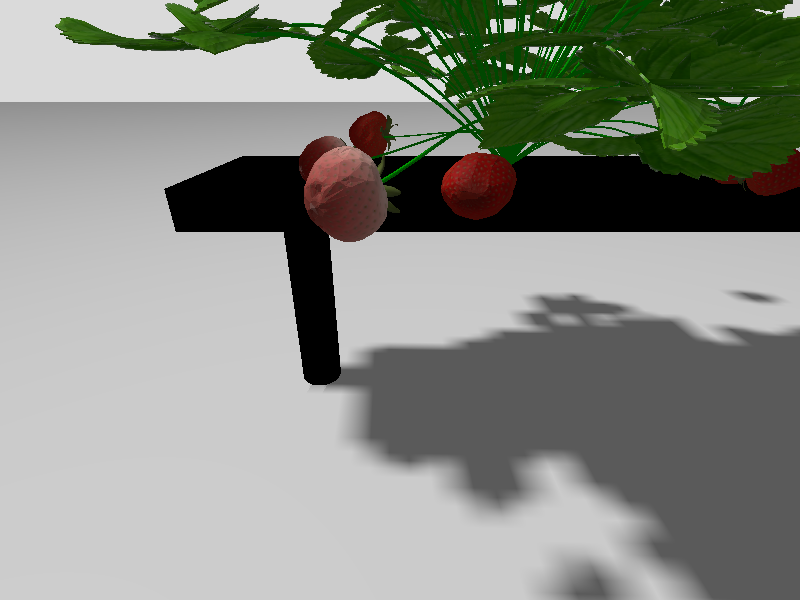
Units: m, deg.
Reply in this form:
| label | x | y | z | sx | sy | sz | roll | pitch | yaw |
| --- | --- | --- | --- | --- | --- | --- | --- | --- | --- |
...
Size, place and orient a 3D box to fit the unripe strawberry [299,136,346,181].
| label | x | y | z | sx | sy | sz | roll | pitch | yaw |
| --- | --- | --- | --- | --- | --- | --- | --- | --- | --- |
| unripe strawberry | -0.045 | -0.080 | 0.240 | 0.032 | 0.033 | 0.029 | -20 | 34 | -32 |

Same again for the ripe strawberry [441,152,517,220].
| label | x | y | z | sx | sy | sz | roll | pitch | yaw |
| --- | --- | --- | --- | --- | --- | --- | --- | --- | --- |
| ripe strawberry | 0.036 | -0.052 | 0.188 | 0.035 | 0.032 | 0.032 | 9 | 30 | 17 |

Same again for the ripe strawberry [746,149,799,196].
| label | x | y | z | sx | sy | sz | roll | pitch | yaw |
| --- | --- | --- | --- | --- | --- | --- | --- | --- | --- |
| ripe strawberry | 0.223 | -0.075 | 0.235 | 0.028 | 0.028 | 0.031 | 21 | 34 | 33 |

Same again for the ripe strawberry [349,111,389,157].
| label | x | y | z | sx | sy | sz | roll | pitch | yaw |
| --- | --- | --- | --- | --- | --- | --- | --- | --- | --- |
| ripe strawberry | -0.029 | -0.158 | 0.381 | 0.038 | 0.040 | 0.035 | 13 | 30 | 24 |

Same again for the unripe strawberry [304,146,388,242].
| label | x | y | z | sx | sy | sz | roll | pitch | yaw |
| --- | --- | --- | --- | --- | --- | --- | --- | --- | --- |
| unripe strawberry | -0.024 | -0.042 | 0.162 | 0.033 | 0.037 | 0.036 | 16 | 32 | 27 |

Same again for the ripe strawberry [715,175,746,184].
| label | x | y | z | sx | sy | sz | roll | pitch | yaw |
| --- | --- | --- | --- | --- | --- | --- | --- | --- | --- |
| ripe strawberry | 0.224 | -0.090 | 0.264 | 0.027 | 0.028 | 0.025 | 15 | 31 | 25 |
